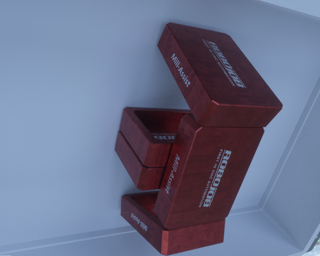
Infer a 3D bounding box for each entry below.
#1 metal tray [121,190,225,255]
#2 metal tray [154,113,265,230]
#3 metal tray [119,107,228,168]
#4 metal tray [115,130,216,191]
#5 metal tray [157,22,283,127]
[{"bbox_3d":[0.012,0.120,0.418,0.091,0.130,0.030,0,97,-29],"label":"metal tray"},{"bbox_3d":[0.052,0.049,0.345,0.091,0.030,0.129,0,118,-30],"label":"metal tray"},{"bbox_3d":[0.026,0.008,0.385,0.131,0.090,0.030,1,118,-29],"label":"metal tray"},{"bbox_3d":[0.018,0.036,0.398,0.131,0.090,0.030,1,118,-29],"label":"metal tray"},{"bbox_3d":[0.060,-0.059,0.334,0.091,0.130,0.030,0,138,-29],"label":"metal tray"}]
